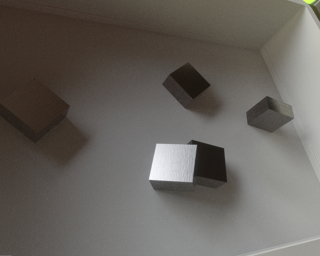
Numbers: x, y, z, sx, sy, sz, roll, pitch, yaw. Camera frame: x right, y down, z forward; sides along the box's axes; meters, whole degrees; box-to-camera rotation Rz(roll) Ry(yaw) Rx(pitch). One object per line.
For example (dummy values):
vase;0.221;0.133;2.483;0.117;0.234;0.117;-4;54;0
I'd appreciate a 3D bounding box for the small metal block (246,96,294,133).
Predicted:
small metal block;0.177;-0.021;0.500;0.050;0.050;0.025;17;55;-19

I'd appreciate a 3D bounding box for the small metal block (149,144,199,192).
small metal block;0.018;0.047;0.372;0.050;0.025;0.050;1;53;15

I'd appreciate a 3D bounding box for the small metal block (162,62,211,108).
small metal block;0.040;-0.065;0.469;0.050;0.025;0.050;47;51;4

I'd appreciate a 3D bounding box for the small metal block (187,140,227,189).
small metal block;0.059;0.048;0.410;0.050;0.025;0.050;15;55;-20

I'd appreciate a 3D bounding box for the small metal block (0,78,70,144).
small metal block;-0.139;-0.020;0.344;0.050;0.025;0.050;40;51;-2
